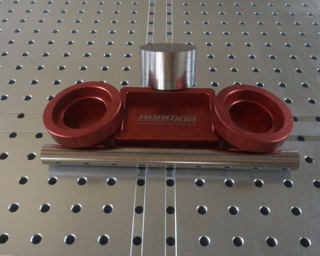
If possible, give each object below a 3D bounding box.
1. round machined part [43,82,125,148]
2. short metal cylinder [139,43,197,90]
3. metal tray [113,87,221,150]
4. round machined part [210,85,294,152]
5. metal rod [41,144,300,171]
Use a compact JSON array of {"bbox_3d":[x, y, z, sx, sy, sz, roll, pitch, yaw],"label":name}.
[{"bbox_3d":[-0.093,-0.012,0.395,0.099,0.042,0.098,-5,47,6],"label":"round machined part"},{"bbox_3d":[0.011,-0.090,0.443,0.081,0.050,0.080,0,24,0],"label":"short metal cylinder"},{"bbox_3d":[0.010,-0.012,0.409,0.131,0.030,0.090,1,51,0],"label":"metal tray"},{"bbox_3d":[0.112,-0.008,0.392,0.099,0.042,0.098,5,48,-6],"label":"round machined part"},{"bbox_3d":[0.011,0.035,0.373,0.302,0.025,0.025,1,50,1],"label":"metal rod"}]
